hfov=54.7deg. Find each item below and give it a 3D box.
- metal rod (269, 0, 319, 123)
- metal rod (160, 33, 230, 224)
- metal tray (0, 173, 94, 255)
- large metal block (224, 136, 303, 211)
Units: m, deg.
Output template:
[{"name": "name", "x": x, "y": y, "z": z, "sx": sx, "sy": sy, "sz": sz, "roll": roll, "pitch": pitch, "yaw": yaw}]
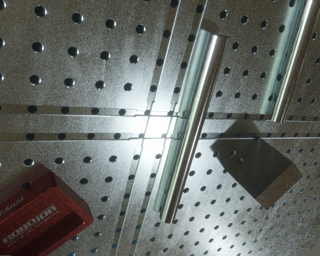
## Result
[{"name": "metal rod", "x": 0.204, "y": -0.144, "z": 0.433, "sx": 0.025, "sy": 0.025, "sz": 0.298, "roll": -9, "pitch": 122, "yaw": -24}, {"name": "metal rod", "x": 0.042, "y": 0.017, "z": 0.444, "sx": 0.025, "sy": 0.025, "sz": 0.298, "roll": -1, "pitch": 119, "yaw": -28}, {"name": "metal tray", "x": -0.164, "y": 0.127, "z": 0.396, "sx": 0.130, "sy": 0.030, "sz": 0.090, "roll": -35, "pitch": 129, "yaw": -5}, {"name": "large metal block", "x": 0.170, "y": 0.074, "z": 0.514, "sx": 0.080, "sy": 0.080, "sz": 0.050, "roll": -45, "pitch": 129, "yaw": 3}]
